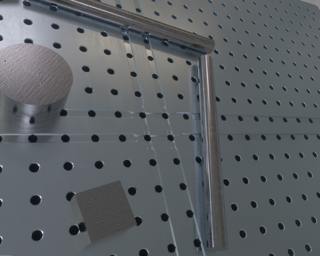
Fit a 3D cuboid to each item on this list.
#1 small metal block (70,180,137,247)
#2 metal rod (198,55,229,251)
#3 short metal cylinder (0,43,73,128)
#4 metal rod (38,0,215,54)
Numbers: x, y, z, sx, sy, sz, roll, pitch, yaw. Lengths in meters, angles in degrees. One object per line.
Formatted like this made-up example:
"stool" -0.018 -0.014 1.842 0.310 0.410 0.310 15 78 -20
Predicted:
"small metal block" -0.059 0.088 0.323 0.050 0.025 0.050 -12 68 -33
"metal rod" 0.071 0.013 0.438 0.025 0.025 0.299 15 56 -20
"short metal cylinder" -0.143 -0.046 0.344 0.081 0.050 0.080 14 56 -21
"metal rod" -0.048 -0.169 0.485 0.302 0.025 0.025 11 57 -22
